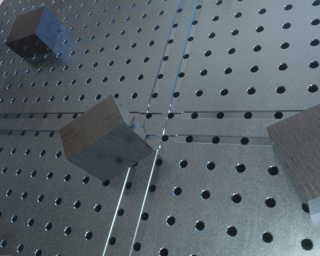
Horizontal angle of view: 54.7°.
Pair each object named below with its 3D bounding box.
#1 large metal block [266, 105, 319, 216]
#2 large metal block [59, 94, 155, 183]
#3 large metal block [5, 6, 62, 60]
[{"bbox_3d":[0.160,0.025,0.293,0.080,0.050,0.080,-26,53,12],"label":"large metal block"},{"bbox_3d":[-0.066,0.017,0.396,0.080,0.080,0.050,-34,52,6],"label":"large metal block"},{"bbox_3d":[-0.263,-0.199,0.649,0.080,0.050,0.080,-9,58,23],"label":"large metal block"}]
